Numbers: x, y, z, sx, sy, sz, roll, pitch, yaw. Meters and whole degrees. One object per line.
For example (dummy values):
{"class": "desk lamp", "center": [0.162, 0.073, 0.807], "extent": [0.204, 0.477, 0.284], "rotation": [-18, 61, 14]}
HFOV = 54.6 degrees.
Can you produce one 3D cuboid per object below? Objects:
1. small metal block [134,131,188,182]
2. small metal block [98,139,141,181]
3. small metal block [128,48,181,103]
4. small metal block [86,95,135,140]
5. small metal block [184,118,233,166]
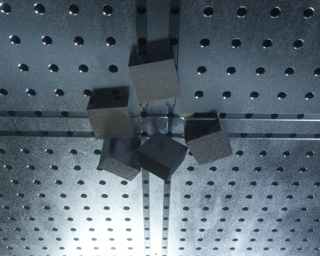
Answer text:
{"class": "small metal block", "center": [0.002, 0.036, 0.414], "extent": [0.050, 0.050, 0.025], "rotation": [28, 131, 16]}
{"class": "small metal block", "center": [-0.053, 0.038, 0.427], "extent": [0.050, 0.050, 0.025], "rotation": [28, 125, -22]}
{"class": "small metal block", "center": [-0.005, -0.060, 0.360], "extent": [0.050, 0.025, 0.050], "rotation": [-9, 130, 7]}
{"class": "small metal block", "center": [-0.062, -0.013, 0.400], "extent": [0.050, 0.025, 0.050], "rotation": [-4, 130, 3]}
{"class": "small metal block", "center": [0.067, 0.020, 0.429], "extent": [0.050, 0.025, 0.050], "rotation": [-20, 127, 16]}
